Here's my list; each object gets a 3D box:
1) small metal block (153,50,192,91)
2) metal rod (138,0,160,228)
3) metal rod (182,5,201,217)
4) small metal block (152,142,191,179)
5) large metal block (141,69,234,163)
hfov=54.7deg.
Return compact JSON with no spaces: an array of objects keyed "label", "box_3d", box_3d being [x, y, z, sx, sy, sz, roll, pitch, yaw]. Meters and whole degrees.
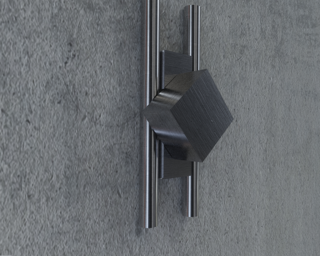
[{"label":"small metal block","box_3d":[0.017,-0.075,0.421,0.050,0.025,0.050,1,90,-40]},{"label":"metal rod","box_3d":[-0.013,-0.025,0.397,0.025,0.025,0.298,1,90,-40]},{"label":"metal rod","box_3d":[0.045,-0.024,0.447,0.025,0.025,0.298,1,90,-40]},{"label":"small metal block","box_3d":[0.016,0.041,0.420,0.050,0.025,0.050,1,90,-40]},{"label":"large metal block","box_3d":[0.037,-0.015,0.388,0.080,0.050,0.080,-49,119,-29]}]
